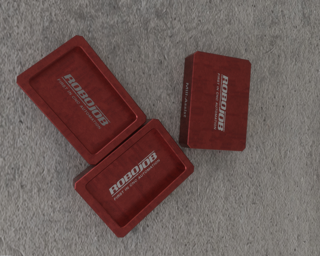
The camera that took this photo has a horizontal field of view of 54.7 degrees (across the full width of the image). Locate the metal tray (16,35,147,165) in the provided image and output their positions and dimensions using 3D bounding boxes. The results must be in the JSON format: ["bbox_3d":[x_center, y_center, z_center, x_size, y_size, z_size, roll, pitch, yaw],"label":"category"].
[{"bbox_3d":[-0.090,-0.032,0.372,0.090,0.030,0.130,-42,103,-15],"label":"metal tray"}]

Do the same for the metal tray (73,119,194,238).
[{"bbox_3d":[-0.031,0.060,0.394,0.130,0.030,0.090,-40,103,-16],"label":"metal tray"}]

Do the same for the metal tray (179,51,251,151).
[{"bbox_3d":[0.078,-0.035,0.435,0.091,0.030,0.129,5,88,-20],"label":"metal tray"}]
